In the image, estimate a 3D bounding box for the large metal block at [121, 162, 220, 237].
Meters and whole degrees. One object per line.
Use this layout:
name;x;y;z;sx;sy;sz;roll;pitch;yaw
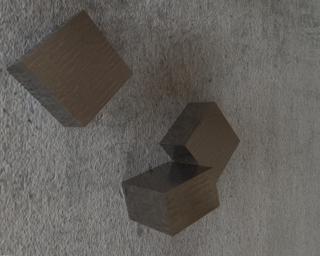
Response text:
large metal block;0.013;0.081;0.380;0.081;0.080;0.050;-19;102;-38

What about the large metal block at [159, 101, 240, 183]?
large metal block;0.058;0.020;0.437;0.080;0.050;0.080;52;60;-28

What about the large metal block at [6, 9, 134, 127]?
large metal block;-0.088;-0.057;0.314;0.080;0.050;0.080;52;60;-28
